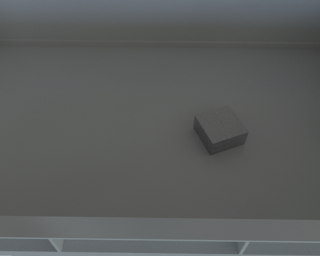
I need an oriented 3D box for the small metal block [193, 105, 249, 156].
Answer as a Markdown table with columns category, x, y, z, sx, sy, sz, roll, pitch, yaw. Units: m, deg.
| category | x | y | z | sx | sy | sz | roll | pitch | yaw |
| --- | --- | --- | --- | --- | --- | --- | --- | --- | --- |
| small metal block | 0.078 | 0.002 | 0.404 | 0.050 | 0.025 | 0.050 | -17 | 52 | -14 |
